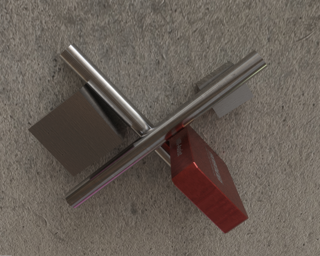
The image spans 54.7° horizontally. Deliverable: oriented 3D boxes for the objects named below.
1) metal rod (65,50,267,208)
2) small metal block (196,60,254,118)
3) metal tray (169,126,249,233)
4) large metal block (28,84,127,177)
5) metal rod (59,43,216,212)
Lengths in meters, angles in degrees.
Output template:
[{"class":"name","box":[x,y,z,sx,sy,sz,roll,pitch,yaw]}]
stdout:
[{"class":"metal rod","box":[-0.001,0.009,0.387,0.300,0.025,0.025,-37,106,12]},{"class":"small metal block","box":[0.082,-0.049,0.394,0.050,0.025,0.050,-34,107,11]},{"class":"metal tray","box":[0.053,0.052,0.374,0.030,0.130,0.090,-41,105,14]},{"class":"large metal block","box":[-0.101,0.001,0.395,0.080,0.050,0.080,-35,107,11]},{"class":"metal rod","box":[-0.013,0.010,0.415,0.025,0.025,0.300,-40,106,13]}]
